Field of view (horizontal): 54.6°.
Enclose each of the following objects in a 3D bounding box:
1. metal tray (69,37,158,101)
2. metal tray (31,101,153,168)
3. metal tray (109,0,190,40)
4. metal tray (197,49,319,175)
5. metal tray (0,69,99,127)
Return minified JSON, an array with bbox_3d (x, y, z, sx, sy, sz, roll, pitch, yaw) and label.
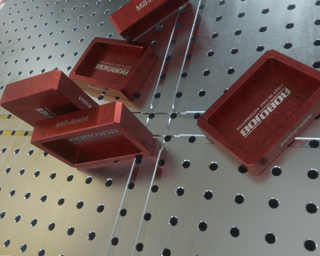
[{"bbox_3d":[-0.079,-0.101,0.509,0.130,0.030,0.090,17,71,35],"label":"metal tray"},{"bbox_3d":[-0.086,0.014,0.404,0.130,0.090,0.030,-12,57,22],"label":"metal tray"},{"bbox_3d":[-0.012,-0.191,0.493,0.130,0.090,0.030,-34,94,6],"label":"metal tray"},{"bbox_3d":[0.119,-0.022,0.356,0.130,0.030,0.090,-44,51,-3],"label":"metal tray"},{"bbox_3d":[-0.133,-0.020,0.424,0.090,0.130,0.030,-11,57,22],"label":"metal tray"}]
